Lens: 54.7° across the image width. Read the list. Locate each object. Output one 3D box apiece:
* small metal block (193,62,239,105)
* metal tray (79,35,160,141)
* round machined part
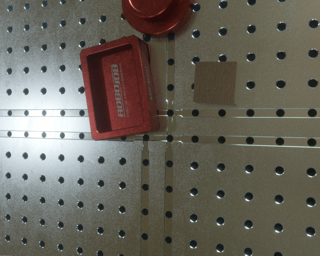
[{"bbox_3d":[0.071,-0.056,0.388,0.050,0.025,0.050,4,91,20],"label":"small metal block"},{"bbox_3d":[-0.057,-0.053,0.429,0.090,0.030,0.129,-10,87,19],"label":"metal tray"},{"bbox_3d":[-0.007,-0.172,0.406,0.098,0.042,0.097,0,90,20],"label":"round machined part"}]
